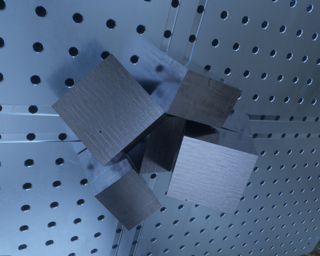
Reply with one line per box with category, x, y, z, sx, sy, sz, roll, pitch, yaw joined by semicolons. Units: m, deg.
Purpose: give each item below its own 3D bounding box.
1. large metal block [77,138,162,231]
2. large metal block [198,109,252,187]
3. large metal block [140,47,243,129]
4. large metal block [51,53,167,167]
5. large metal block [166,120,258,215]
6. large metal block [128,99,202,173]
large metal block;-0.051;0.066;0.386;0.050;0.080;0.080;-35;130;-6
large metal block;0.085;0.022;0.424;0.050;0.080;0.079;17;114;6
large metal block;0.033;-0.047;0.364;0.081;0.080;0.050;14;111;-34
large metal block;-0.050;-0.017;0.329;0.080;0.080;0.050;-42;174;0
large metal block;0.059;0.044;0.364;0.080;0.050;0.079;15;114;2
large metal block;0.009;0.010;0.405;0.081;0.050;0.079;1;118;-29
